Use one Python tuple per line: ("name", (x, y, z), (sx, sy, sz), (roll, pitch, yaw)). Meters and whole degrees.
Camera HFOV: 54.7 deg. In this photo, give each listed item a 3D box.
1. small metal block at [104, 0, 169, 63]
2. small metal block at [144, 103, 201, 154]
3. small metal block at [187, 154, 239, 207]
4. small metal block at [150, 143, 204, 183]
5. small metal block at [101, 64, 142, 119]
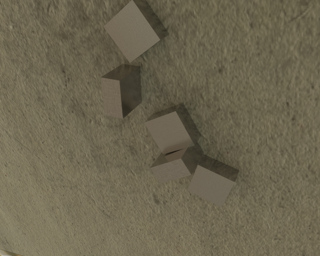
("small metal block", (-0.027, -0.111, 0.351), (0.050, 0.025, 0.050), (-28, 103, 37))
("small metal block", (0.016, 0.001, 0.398), (0.050, 0.025, 0.050), (-19, 109, 35))
("small metal block", (0.070, 0.070, 0.412), (0.050, 0.025, 0.050), (25, 127, 12))
("small metal block", (0.023, 0.042, 0.403), (0.050, 0.050, 0.025), (-22, 107, 36))
("small metal block", (-0.046, -0.047, 0.385), (0.025, 0.050, 0.050), (12, 124, 21))
